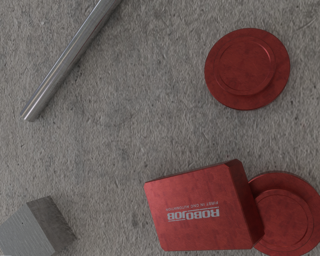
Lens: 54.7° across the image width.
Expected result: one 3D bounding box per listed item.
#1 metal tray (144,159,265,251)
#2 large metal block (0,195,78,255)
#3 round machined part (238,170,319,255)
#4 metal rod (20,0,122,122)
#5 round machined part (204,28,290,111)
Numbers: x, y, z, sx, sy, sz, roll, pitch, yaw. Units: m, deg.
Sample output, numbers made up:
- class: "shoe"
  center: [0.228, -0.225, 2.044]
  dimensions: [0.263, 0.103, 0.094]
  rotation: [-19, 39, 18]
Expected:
- class: "metal tray"
  center: [0.045, 0.094, 0.366]
  dimensions: [0.130, 0.030, 0.090]
  rotation: [-21, 83, 40]
- class: "large metal block"
  center: [-0.186, 0.161, 0.461]
  dimensions: [0.080, 0.050, 0.080]
  rotation: [-40, 78, 15]
- class: "round machined part"
  center: [0.135, 0.100, 0.352]
  dimensions: [0.098, 0.042, 0.097]
  rotation: [0, 90, 20]
- class: "metal rod"
  center: [-0.112, -0.129, 0.448]
  dimensions: [0.025, 0.025, 0.299]
  rotation: [44, 103, 14]
- class: "round machined part"
  center: [0.100, -0.069, 0.365]
  dimensions: [0.098, 0.042, 0.097]
  rotation: [0, 90, 20]
